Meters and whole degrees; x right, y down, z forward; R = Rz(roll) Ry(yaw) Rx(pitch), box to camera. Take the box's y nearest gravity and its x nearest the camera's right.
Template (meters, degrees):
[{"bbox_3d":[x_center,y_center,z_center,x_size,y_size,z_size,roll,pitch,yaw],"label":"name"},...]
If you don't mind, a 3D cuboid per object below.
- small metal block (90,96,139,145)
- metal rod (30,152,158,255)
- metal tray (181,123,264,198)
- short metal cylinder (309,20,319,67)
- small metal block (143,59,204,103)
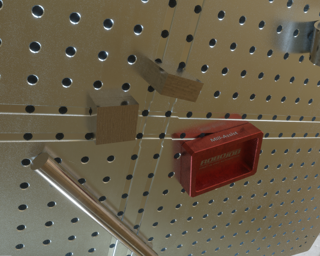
[{"bbox_3d":[-0.056,-0.010,0.376,0.050,0.025,0.050,-6,121,-26],"label":"small metal block"},{"bbox_3d":[-0.077,0.135,0.454,0.025,0.025,0.299,-37,130,-4],"label":"metal rod"},{"bbox_3d":[0.099,0.050,0.495,0.131,0.030,0.089,-15,125,-20],"label":"metal tray"},{"bbox_3d":[0.262,-0.123,0.446,0.081,0.080,0.050,-20,126,-17],"label":"short metal cylinder"},{"bbox_3d":[0.015,-0.056,0.370,0.050,0.050,0.025,9,114,-33],"label":"small metal block"}]
